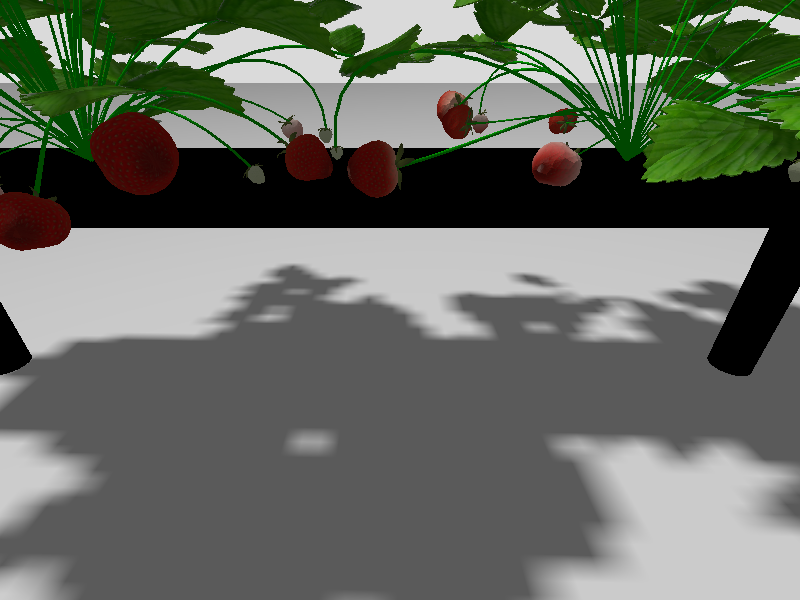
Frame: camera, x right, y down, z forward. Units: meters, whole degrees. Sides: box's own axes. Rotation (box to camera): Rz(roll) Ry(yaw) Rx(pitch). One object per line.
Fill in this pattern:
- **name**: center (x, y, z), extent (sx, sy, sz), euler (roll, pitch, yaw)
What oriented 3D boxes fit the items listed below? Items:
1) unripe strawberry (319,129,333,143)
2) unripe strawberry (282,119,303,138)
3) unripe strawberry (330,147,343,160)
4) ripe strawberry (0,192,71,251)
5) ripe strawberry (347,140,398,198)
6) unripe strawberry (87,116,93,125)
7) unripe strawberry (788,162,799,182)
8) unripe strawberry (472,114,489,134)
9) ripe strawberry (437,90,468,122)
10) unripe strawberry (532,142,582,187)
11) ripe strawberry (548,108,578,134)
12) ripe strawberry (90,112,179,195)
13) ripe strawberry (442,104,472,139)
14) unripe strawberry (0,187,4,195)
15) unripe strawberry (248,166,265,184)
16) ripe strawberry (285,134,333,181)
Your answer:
- **unripe strawberry**: center (-0.063, -0.139, 0.341), extent (0.011, 0.011, 0.011), euler (-2, 30, -4)
- **unripe strawberry**: center (-0.111, -0.177, 0.420), extent (0.024, 0.021, 0.022), euler (36, -12, 46)
- **unripe strawberry**: center (-0.051, -0.118, 0.320), extent (0.010, 0.010, 0.009), euler (-2, 30, -3)
- **ripe strawberry**: center (-0.152, -0.032, 0.163), extent (0.027, 0.023, 0.027), euler (-16, 34, -25)
- **ripe strawberry**: center (-0.016, -0.076, 0.233), extent (0.030, 0.031, 0.027), euler (-15, 33, -24)
- **unripe strawberry**: center (-0.375, -0.217, 0.482), extent (0.011, 0.010, 0.010), euler (-18, 35, -28)
- **unripe strawberry**: center (0.263, -0.084, 0.263), extent (0.012, 0.013, 0.013), euler (-25, 38, -36)
- **unripe strawberry**: center (0.097, -0.214, 0.487), extent (0.022, 0.022, 0.019), euler (-14, 33, -23)
- **ripe strawberry**: center (0.067, -0.253, 0.534), extent (0.042, 0.044, 0.046), euler (-14, 18, -23)
- **unripe strawberry**: center (0.098, -0.086, 0.254), extent (0.031, 0.026, 0.031), euler (-26, 39, -36)
- **ripe strawberry**: center (0.188, -0.209, 0.467), extent (0.032, 0.027, 0.032), euler (0, 29, -1)
- **ripe strawberry**: center (-0.154, -0.085, 0.238), extent (0.048, 0.047, 0.045), euler (26, 39, 36)
- **ripe strawberry**: center (0.062, -0.193, 0.434), extent (0.033, 0.034, 0.030), euler (25, 38, 37)
- **unripe strawberry**: center (-0.223, -0.055, 0.211), extent (0.020, 0.020, 0.017), euler (-7, -32, -13)
- **unripe strawberry**: center (-0.094, -0.082, 0.263), extent (0.012, 0.011, 0.010), euler (-34, 7, 38)
- **ripe strawberry**: center (-0.060, -0.094, 0.269), extent (0.032, 0.031, 0.029), euler (29, 35, 4)
